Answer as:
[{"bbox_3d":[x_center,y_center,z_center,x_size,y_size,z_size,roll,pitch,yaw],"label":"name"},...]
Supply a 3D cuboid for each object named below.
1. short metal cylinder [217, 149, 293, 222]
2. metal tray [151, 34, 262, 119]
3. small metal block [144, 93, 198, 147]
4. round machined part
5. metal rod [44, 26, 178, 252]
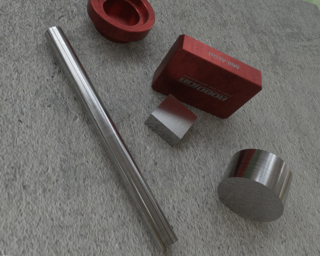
[{"bbox_3d":[0.120,0.072,0.391,0.080,0.080,0.050,39,51,-2],"label":"short metal cylinder"},{"bbox_3d":[0.065,-0.067,0.439,0.131,0.090,0.030,21,54,-16],"label":"metal tray"},{"bbox_3d":[0.015,-0.011,0.420,0.050,0.025,0.050,41,51,-1],"label":"small metal block"},{"bbox_3d":[-0.060,-0.166,0.463,0.099,0.042,0.098,14,56,-21],"label":"round machined part"},{"bbox_3d":[-0.065,0.001,0.369,0.025,0.025,0.299,-20,73,-36],"label":"metal rod"}]
